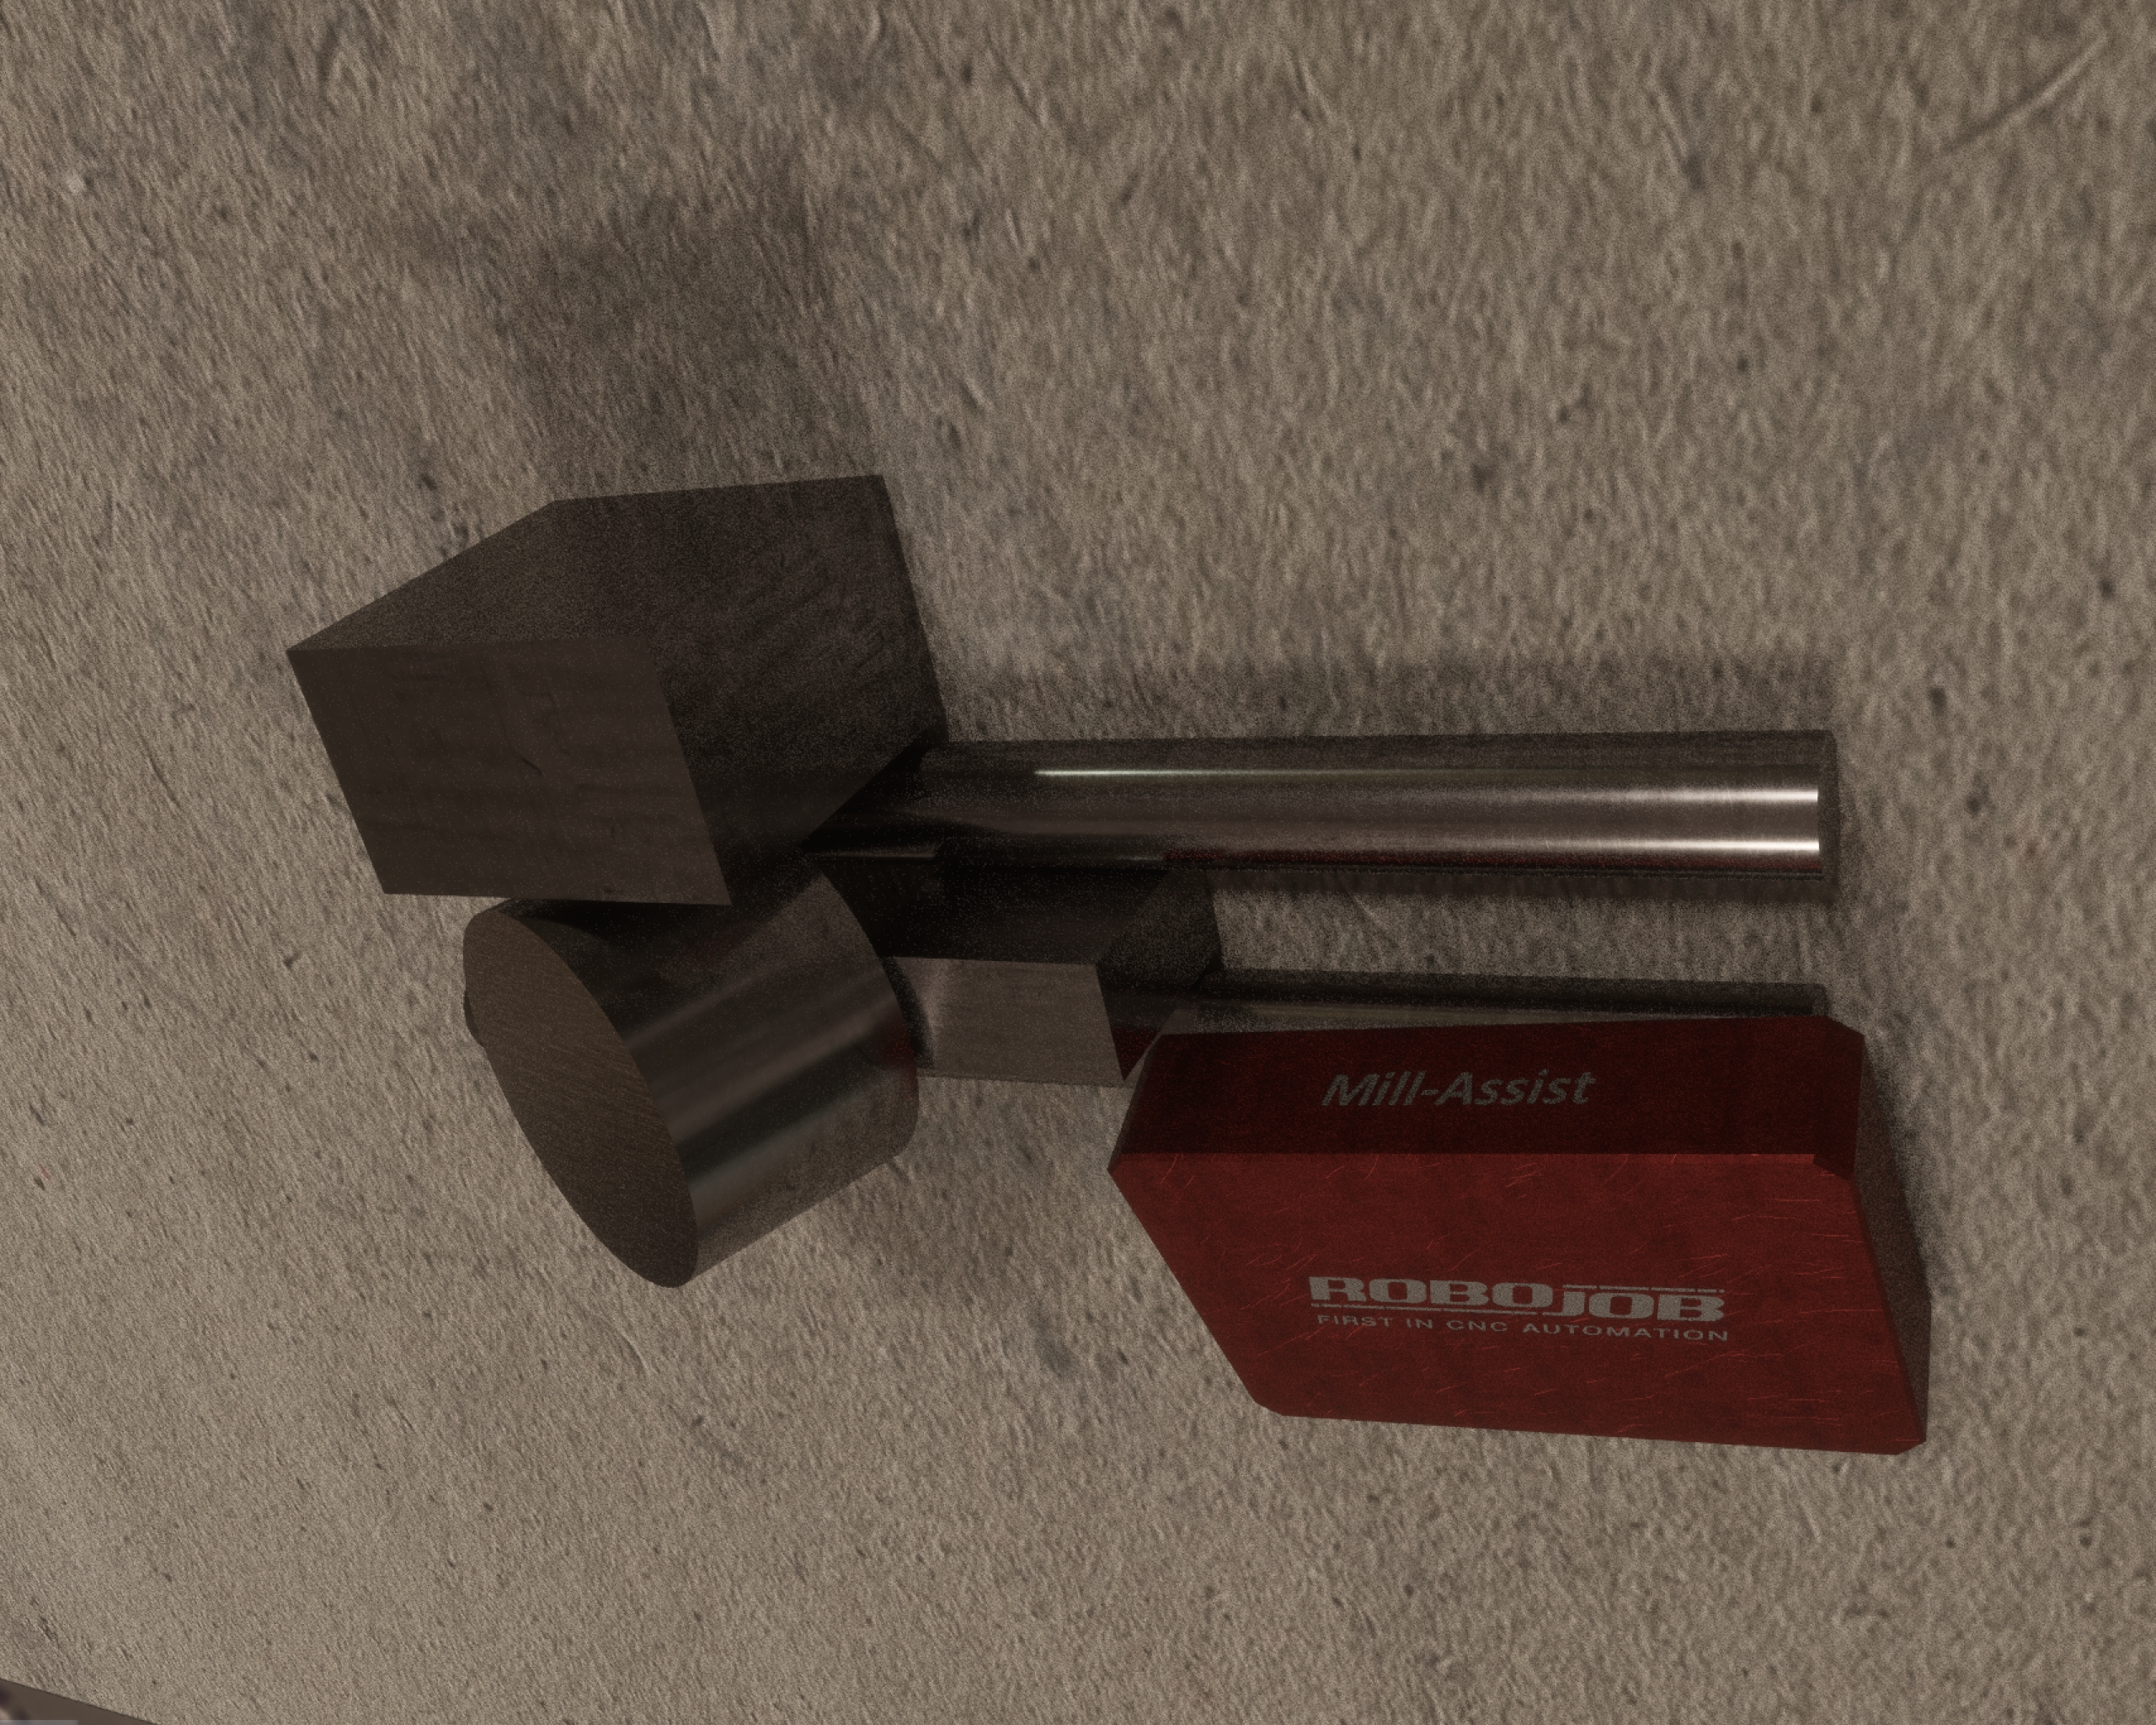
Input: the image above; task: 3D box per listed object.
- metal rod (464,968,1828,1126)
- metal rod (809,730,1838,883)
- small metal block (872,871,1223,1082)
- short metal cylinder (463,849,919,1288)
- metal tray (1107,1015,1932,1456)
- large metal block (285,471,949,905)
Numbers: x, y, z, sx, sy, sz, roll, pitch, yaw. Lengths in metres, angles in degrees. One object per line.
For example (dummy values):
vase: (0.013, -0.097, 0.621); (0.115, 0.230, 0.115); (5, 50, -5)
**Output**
metal rod: (-0.005, 0.033, 0.430); (0.300, 0.025, 0.025); (0, 119, 27)
metal rod: (-0.012, -0.011, 0.407); (0.301, 0.025, 0.025); (1, 119, 27)
small metal block: (-0.006, 0.017, 0.404); (0.050, 0.050, 0.025); (1, 119, 27)
short metal cylinder: (-0.076, 0.035, 0.406); (0.080, 0.050, 0.079); (34, 139, 36)
metal tray: (0.082, 0.070, 0.386); (0.130, 0.030, 0.090); (-4, 134, 28)
large metal block: (-0.083, -0.034, 0.394); (0.080, 0.080, 0.050); (1, 119, 27)
